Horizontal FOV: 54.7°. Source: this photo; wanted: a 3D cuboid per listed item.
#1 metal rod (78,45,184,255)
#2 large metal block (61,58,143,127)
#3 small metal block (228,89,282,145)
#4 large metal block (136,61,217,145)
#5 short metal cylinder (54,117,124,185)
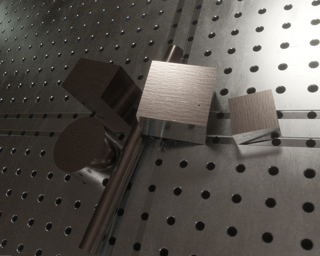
[{"bbox_3d":[-0.030,0.014,0.413,0.025,0.025,0.300,9,66,32],"label":"metal rod"},{"bbox_3d":[-0.077,-0.050,0.442,0.080,0.080,0.050,18,71,34],"label":"large metal block"},{"bbox_3d":[0.109,-0.012,0.358,0.050,0.025,0.050,-12,57,21],"label":"small metal block"},{"bbox_3d":[0.023,-0.032,0.384,0.080,0.050,0.080,9,65,11],"label":"large metal block"},{"bbox_3d":[-0.095,0.031,0.421,0.080,0.050,0.080,-13,56,20],"label":"short metal cylinder"}]
